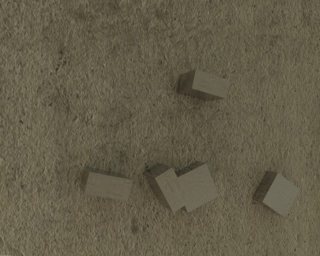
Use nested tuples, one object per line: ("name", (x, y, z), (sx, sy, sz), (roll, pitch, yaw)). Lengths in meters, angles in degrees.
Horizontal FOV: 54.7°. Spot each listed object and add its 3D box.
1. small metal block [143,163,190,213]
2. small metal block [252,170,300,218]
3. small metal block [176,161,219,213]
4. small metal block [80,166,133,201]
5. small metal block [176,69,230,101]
("small metal block", (0.007, 0.075, 0.398), (0.025, 0.050, 0.050), (-30, 100, -17))
("small metal block", (0.178, 0.101, 0.475), (0.050, 0.025, 0.050), (36, 78, -17))
("small metal block", (0.046, 0.080, 0.426), (0.050, 0.025, 0.050), (-23, 98, -19))
("small metal block", (-0.066, 0.066, 0.371), (0.050, 0.050, 0.025), (14, 85, -20))
("small metal block", (0.057, -0.056, 0.416), (0.050, 0.050, 0.025), (14, 86, -20))
